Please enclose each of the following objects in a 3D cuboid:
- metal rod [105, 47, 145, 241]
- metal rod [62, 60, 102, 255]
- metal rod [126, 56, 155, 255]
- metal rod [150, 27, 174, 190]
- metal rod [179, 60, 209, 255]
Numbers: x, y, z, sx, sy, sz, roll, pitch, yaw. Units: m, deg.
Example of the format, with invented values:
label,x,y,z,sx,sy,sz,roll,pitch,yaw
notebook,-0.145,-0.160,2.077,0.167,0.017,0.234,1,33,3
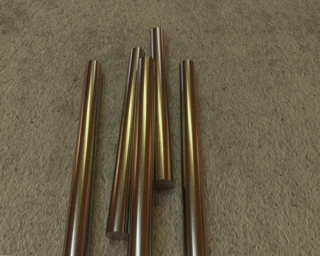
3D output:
label,x,y,z,sx,sy,sz,roll,pitch,yaw
metal rod,-0.040,-0.006,0.407,0.025,0.025,0.300,1,50,0
metal rod,-0.092,0.019,0.385,0.025,0.025,0.300,-3,50,-3
metal rod,-0.019,0.022,0.364,0.025,0.025,0.300,0,52,0
metal rod,-0.001,-0.051,0.445,0.025,0.025,0.300,-1,50,-1
metal rod,0.038,0.018,0.388,0.025,0.025,0.300,1,50,1
